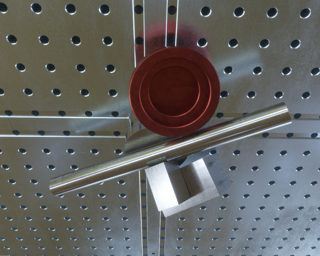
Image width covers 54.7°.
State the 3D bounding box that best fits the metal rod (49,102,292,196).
[{"bbox_3d":[0.000,0.031,0.371,0.301,0.025,0.025,-19,128,15],"label":"metal rod"}]

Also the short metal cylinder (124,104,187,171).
[{"bbox_3d":[-0.004,0.013,0.406,0.081,0.050,0.079,0,130,0],"label":"short metal cylinder"}]

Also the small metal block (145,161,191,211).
[{"bbox_3d":[0.010,0.068,0.373,0.025,0.050,0.050,-23,169,18],"label":"small metal block"}]

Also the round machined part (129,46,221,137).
[{"bbox_3d":[0.015,-0.043,0.349,0.099,0.042,0.097,-2,108,-6],"label":"round machined part"}]

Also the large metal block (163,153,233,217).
[{"bbox_3d":[0.046,0.077,0.431,0.080,0.050,0.080,-28,170,22],"label":"large metal block"}]
